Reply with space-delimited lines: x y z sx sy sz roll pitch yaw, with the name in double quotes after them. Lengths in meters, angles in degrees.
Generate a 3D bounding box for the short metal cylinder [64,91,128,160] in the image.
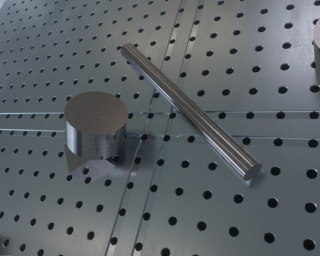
-0.085 -0.004 0.415 0.081 0.050 0.080 8 45 -8 "short metal cylinder"

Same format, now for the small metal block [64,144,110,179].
-0.105 0.036 0.441 0.050 0.025 0.050 -30 52 8 "small metal block"

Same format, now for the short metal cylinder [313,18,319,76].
0.212 -0.091 0.337 0.080 0.050 0.080 -13 56 21 "short metal cylinder"

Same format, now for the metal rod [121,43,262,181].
0.022 -0.041 0.421 0.025 0.025 0.300 -41 51 0 "metal rod"
